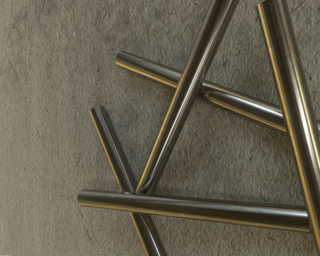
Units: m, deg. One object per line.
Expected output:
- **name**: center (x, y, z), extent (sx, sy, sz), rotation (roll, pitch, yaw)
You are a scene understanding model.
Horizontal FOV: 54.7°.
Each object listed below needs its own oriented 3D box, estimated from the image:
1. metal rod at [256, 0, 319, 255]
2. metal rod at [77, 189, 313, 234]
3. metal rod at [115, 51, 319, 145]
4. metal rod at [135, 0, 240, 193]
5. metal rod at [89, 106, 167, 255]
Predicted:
- **metal rod**: center (0.132, 0.036, 0.268), extent (0.025, 0.025, 0.298), rotation (-14, 90, 39)
- **metal rod**: center (0.015, 0.094, 0.370), extent (0.300, 0.025, 0.025), rotation (-4, 88, 33)
- **metal rod**: center (0.052, -0.043, 0.361), extent (0.300, 0.025, 0.025), rotation (28, 108, 36)
- **metal rod**: center (0.026, -0.031, 0.352), extent (0.025, 0.025, 0.298), rotation (42, 125, 32)
- **metal rod**: center (-0.038, 0.099, 0.436), extent (0.025, 0.025, 0.299), rotation (-39, 66, 33)
